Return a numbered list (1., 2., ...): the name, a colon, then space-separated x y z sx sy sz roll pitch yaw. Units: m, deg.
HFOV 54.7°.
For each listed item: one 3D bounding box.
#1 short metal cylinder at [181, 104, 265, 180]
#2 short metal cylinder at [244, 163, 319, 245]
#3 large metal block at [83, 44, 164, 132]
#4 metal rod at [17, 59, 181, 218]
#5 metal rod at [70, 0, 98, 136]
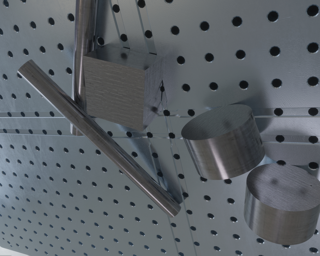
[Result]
1. short metal cylinder: 0.070 0.014 0.347 0.080 0.080 0.050 -11 113 33
2. short metal cylinder: 0.139 0.084 0.355 0.080 0.080 0.050 10 123 23
3. large metal block: -0.045 -0.052 0.387 0.080 0.050 0.079 17 125 18
4. metal rod: -0.077 0.024 0.443 0.300 0.025 0.025 46 129 -14
5. metal rod: -0.096 -0.112 0.392 0.025 0.025 0.298 25 127 13
